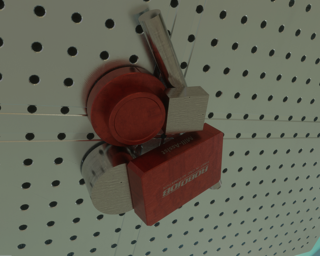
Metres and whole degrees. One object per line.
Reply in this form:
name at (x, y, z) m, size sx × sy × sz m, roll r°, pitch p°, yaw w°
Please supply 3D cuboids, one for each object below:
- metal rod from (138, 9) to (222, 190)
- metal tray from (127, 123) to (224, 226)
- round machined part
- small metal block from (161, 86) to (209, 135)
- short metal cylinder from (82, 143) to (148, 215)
metal rod at (0.039, -0.014, 0.420) m, size 0.025 × 0.025 × 0.299 m, roll -32°, pitch 129°, yaw -8°
metal tray at (0.025, 0.058, 0.403) m, size 0.131 × 0.030 × 0.089 m, roll -25°, pitch 129°, yaw -29°
round machined part at (-0.032, -0.019, 0.365) m, size 0.099 × 0.042 × 0.097 m, roll -13°, pitch 124°, yaw -20°
small metal block at (0.028, -0.022, 0.378) m, size 0.050 × 0.025 × 0.050 m, roll -7°, pitch 124°, yaw -19°
short metal cylinder at (-0.055, 0.064, 0.399) m, size 0.081 × 0.050 × 0.079 m, roll -14°, pitch 124°, yaw -21°
